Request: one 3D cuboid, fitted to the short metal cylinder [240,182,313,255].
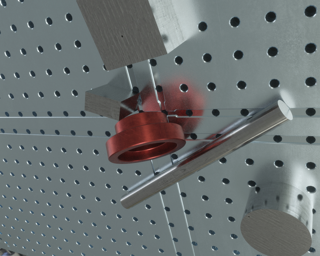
[{"bbox_3d":[0.147,0.115,0.389,0.080,0.050,0.079,13,124,20],"label":"short metal cylinder"}]

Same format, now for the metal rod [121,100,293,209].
[{"bbox_3d":[0.039,0.051,0.421,0.025,0.025,0.299,48,128,-6],"label":"metal rod"}]

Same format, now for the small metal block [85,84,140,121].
[{"bbox_3d":[-0.061,-0.035,0.402,0.050,0.050,0.025,17,115,18],"label":"small metal block"}]

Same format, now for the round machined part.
[{"bbox_3d":[-0.020,0.011,0.393,0.098,0.099,0.042,-27,68,37],"label":"round machined part"}]

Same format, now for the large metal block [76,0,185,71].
[{"bbox_3d":[-0.030,-0.116,0.338,0.080,0.050,0.080,-9,114,31],"label":"large metal block"}]
